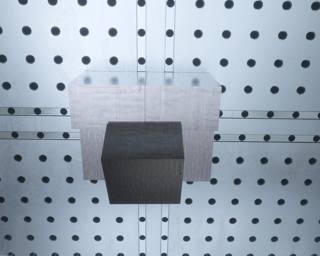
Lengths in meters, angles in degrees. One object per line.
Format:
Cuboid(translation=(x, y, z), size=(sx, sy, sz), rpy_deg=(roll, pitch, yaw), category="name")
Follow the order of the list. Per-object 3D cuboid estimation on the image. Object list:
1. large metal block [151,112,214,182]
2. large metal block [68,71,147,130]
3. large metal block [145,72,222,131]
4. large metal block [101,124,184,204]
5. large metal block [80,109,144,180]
Cuboid(translation=(0.025, 0.022, 0.406), size=(0.081, 0.050, 0.079), rpy_deg=(1, 110, -1), category="large metal block")
Cuboid(translation=(-0.057, -0.035, 0.369), size=(0.081, 0.080, 0.050), rpy_deg=(1, 110, -1), category="large metal block")
Cuboid(translation=(0.024, -0.034, 0.371), size=(0.081, 0.080, 0.050), rpy_deg=(1, 110, -1), category="large metal block")
Cuboid(translation=(-0.017, 0.041, 0.344), size=(0.081, 0.050, 0.079), rpy_deg=(0, 134, -1), category="large metal block")
Cuboid(translation=(-0.057, 0.021, 0.405), size=(0.081, 0.050, 0.079), rpy_deg=(1, 110, -1), category="large metal block")
